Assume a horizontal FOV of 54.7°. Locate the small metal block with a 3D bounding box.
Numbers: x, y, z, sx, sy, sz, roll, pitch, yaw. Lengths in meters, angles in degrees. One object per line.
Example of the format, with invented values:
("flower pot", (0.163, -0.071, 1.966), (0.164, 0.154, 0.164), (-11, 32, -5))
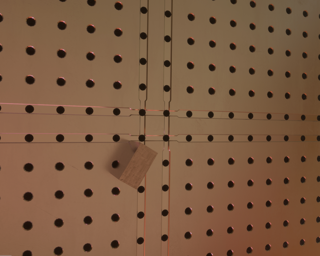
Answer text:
("small metal block", (-0.033, 0.045, 0.388), (0.025, 0.050, 0.050), (34, 79, -17))
